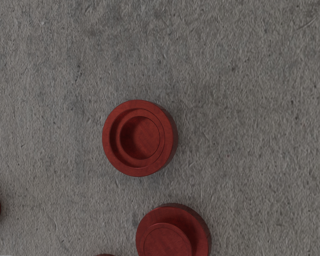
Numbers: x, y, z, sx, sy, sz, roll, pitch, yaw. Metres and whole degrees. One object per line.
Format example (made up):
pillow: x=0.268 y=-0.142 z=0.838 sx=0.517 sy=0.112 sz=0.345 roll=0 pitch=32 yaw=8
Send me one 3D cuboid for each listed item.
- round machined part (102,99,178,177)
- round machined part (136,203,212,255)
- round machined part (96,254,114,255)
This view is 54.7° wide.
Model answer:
round machined part: x=-0.023 y=0.013 z=0.408 sx=0.098 sy=0.042 sz=0.097 roll=0 pitch=90 yaw=20
round machined part: x=0.013 y=0.149 z=0.395 sx=0.098 sy=0.042 sz=0.097 roll=0 pitch=90 yaw=20
round machined part: x=-0.081 y=0.231 z=0.428 sx=0.098 sy=0.042 sz=0.097 roll=0 pitch=90 yaw=20
